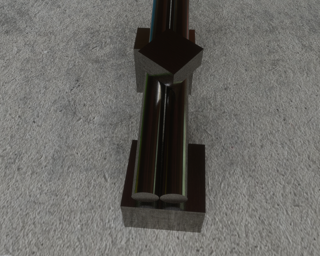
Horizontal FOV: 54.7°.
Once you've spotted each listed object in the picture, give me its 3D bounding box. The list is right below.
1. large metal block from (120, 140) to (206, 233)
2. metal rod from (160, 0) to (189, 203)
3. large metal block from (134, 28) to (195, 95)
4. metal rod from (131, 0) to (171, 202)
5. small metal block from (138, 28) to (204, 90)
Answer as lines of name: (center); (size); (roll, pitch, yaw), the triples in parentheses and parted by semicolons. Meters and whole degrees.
large metal block: (0.006, 0.062, 0.336); (0.080, 0.050, 0.080); (4, 50, 3)
metal rod: (0.021, -0.061, 0.362); (0.025, 0.025, 0.300); (3, 57, 2)
large metal block: (0.007, -0.095, 0.449); (0.080, 0.080, 0.050); (3, 50, 2)
metal rod: (-0.005, -0.062, 0.362); (0.025, 0.025, 0.300); (3, 57, 2)
small metal block: (0.012, -0.077, 0.343); (0.050, 0.025, 0.050); (37, 64, 20)
